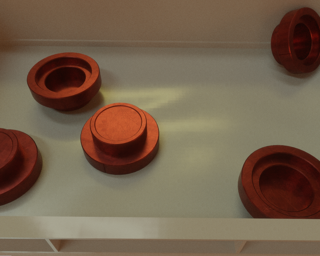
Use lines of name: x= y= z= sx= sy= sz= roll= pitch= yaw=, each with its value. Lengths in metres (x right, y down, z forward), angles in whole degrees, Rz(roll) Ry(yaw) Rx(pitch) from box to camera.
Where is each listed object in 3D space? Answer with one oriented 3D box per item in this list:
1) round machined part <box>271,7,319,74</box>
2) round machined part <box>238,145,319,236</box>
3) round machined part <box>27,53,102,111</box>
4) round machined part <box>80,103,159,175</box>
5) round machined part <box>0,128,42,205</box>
round machined part: x=0.213 y=-0.134 z=0.486 sx=0.099 sy=0.098 sz=0.042 roll=-36 pitch=23 yaw=-26
round machined part: x=0.134 y=0.070 z=0.337 sx=0.099 sy=0.042 sz=0.098 roll=0 pitch=50 yaw=0
round machined part: x=-0.134 y=-0.062 z=0.444 sx=0.099 sy=0.042 sz=0.098 roll=0 pitch=50 yaw=0
round machined part: x=-0.050 y=0.006 z=0.388 sx=0.099 sy=0.042 sz=0.098 roll=0 pitch=50 yaw=0
round machined part: x=-0.193 y=0.038 z=0.359 sx=0.099 sy=0.042 sz=0.098 roll=0 pitch=50 yaw=0
